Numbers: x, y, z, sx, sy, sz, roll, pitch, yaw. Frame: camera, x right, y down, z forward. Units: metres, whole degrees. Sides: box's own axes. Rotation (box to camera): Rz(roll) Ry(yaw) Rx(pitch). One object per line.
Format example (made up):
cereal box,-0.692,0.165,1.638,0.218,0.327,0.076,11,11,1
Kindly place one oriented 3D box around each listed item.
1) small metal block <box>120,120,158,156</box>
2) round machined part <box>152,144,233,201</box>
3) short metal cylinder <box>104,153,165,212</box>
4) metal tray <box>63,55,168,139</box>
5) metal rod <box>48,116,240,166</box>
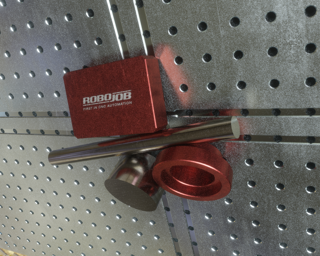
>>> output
small metal block,-0.029,0.014,0.445,0.050,0.025,0.050,17,125,18
round machined part,0.043,0.051,0.393,0.098,0.042,0.097,11,143,9
short metal cylinder,-0.031,0.076,0.441,0.080,0.050,0.080,19,145,14
metal tray,-0.060,-0.036,0.397,0.130,0.030,0.089,-5,97,29
metal rod,-0.043,0.023,0.413,0.300,0.025,0.025,-11,113,32
